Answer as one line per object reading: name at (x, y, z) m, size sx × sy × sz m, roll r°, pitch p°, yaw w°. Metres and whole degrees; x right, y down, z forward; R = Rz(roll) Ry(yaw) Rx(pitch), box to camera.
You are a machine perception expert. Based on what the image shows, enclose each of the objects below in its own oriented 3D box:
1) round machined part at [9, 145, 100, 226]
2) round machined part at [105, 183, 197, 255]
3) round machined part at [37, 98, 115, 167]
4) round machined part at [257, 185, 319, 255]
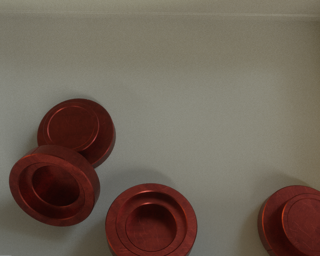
round machined part at (-0.116, 0.062, 0.359) m, size 0.098 × 0.042 × 0.097 m, roll 3°, pitch 115°, yaw 7°
round machined part at (-0.010, 0.114, 0.347) m, size 0.099 × 0.042 × 0.098 m, roll 3°, pitch 47°, yaw -3°
round machined part at (-0.109, 0.005, 0.398) m, size 0.099 × 0.042 × 0.098 m, roll 0°, pitch 70°, yaw 0°
round machined part at (0.167, 0.113, 0.355) m, size 0.099 × 0.042 × 0.098 m, roll 0°, pitch 64°, yaw -1°
